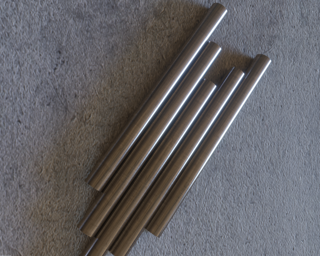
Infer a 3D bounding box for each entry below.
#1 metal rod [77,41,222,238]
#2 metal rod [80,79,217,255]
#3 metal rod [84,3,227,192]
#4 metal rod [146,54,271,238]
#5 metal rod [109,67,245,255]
[{"bbox_3d":[-0.007,0.006,0.409,0.025,0.025,0.300,38,78,-16],"label":"metal rod"},{"bbox_3d":[-0.014,0.059,0.406,0.025,0.025,0.300,38,78,-16],"label":"metal rod"},{"bbox_3d":[0.001,-0.049,0.412,0.025,0.025,0.300,38,78,-16],"label":"metal rod"},{"bbox_3d":[0.073,0.017,0.438,0.025,0.025,0.300,38,78,-16],"label":"metal rod"},{"bbox_3d":[0.029,0.039,0.422,0.025,0.025,0.300,38,78,-16],"label":"metal rod"}]
